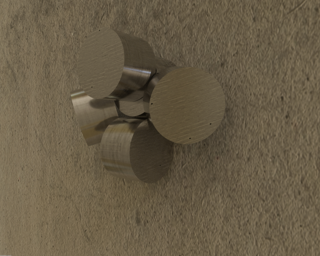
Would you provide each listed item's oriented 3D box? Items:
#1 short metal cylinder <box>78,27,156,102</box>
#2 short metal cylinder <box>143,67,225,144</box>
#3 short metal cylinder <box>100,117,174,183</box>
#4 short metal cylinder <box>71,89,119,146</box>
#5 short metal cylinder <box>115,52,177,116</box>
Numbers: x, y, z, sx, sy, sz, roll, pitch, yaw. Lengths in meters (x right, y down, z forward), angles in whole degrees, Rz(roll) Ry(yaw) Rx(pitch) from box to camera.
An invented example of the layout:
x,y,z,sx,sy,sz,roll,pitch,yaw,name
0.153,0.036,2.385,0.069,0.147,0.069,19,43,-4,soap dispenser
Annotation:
x,y,z,sx,sy,sz,roll,pitch,yaw,name
-0.052,-0.072,0.365,0.080,0.050,0.079,0,90,39,short metal cylinder
0.024,-0.027,0.341,0.050,0.081,0.079,-132,53,-74,short metal cylinder
-0.027,0.026,0.390,0.050,0.081,0.079,2,92,40,short metal cylinder
-0.087,-0.020,0.433,0.080,0.050,0.080,163,89,-81,short metal cylinder
-0.017,-0.054,0.402,0.080,0.050,0.079,0,90,39,short metal cylinder
